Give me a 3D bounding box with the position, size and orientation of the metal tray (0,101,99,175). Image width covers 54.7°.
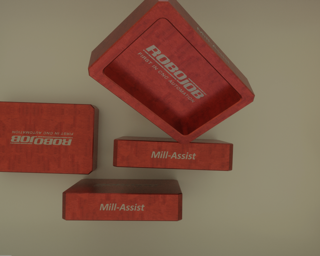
[{"bbox_3d":[-0.150,0.013,0.407,0.131,0.030,0.089,2,90,-1],"label":"metal tray"}]

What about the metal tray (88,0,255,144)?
[{"bbox_3d":[0.013,-0.047,0.285,0.090,0.030,0.130,-36,126,25],"label":"metal tray"}]

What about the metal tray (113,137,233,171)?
[{"bbox_3d":[0.014,0.029,0.379,0.131,0.090,0.030,2,91,-1],"label":"metal tray"}]

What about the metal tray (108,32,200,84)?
[{"bbox_3d":[-0.008,-0.074,0.359,0.091,0.130,0.030,-4,90,0],"label":"metal tray"}]

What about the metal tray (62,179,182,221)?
[{"bbox_3d":[-0.041,0.085,0.378,0.131,0.090,0.030,1,90,-1],"label":"metal tray"}]
